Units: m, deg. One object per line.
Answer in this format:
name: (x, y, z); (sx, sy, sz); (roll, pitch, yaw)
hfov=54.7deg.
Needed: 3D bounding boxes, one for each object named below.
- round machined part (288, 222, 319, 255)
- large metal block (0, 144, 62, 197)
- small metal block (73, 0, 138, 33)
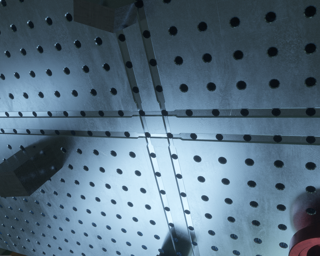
round machined part: (0.214, 0.155, 0.384); (0.098, 0.042, 0.097); (13, 124, 20)
large metal block: (-0.237, 0.075, 0.544); (0.080, 0.080, 0.050); (-10, 114, 32)
small metal block: (-0.060, -0.130, 0.344); (0.050, 0.050, 0.025); (21, 126, 15)
